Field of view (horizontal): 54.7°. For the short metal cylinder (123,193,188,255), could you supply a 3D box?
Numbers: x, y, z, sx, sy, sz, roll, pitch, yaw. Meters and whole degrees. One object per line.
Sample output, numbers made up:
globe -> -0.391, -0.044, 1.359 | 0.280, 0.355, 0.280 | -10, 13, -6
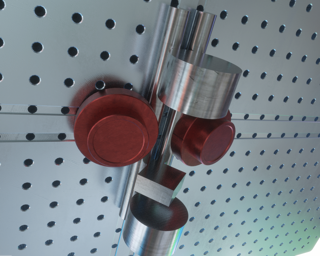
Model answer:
short metal cylinder -> -0.007, 0.130, 0.424 | 0.081, 0.080, 0.050 | 1, 118, -29

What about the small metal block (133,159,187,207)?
small metal block -> 0.001, 0.071, 0.409 | 0.050, 0.050, 0.025 | -39, 148, -61

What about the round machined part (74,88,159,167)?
round machined part -> -0.049, 0.006, 0.361 | 0.099, 0.042, 0.097 | -6, 119, -10

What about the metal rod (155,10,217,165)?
metal rod -> 0.018, -0.002, 0.418 | 0.025, 0.025, 0.298 | 1, 118, -29

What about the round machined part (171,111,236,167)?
round machined part -> 0.065, 0.012, 0.426 | 0.099, 0.042, 0.097 | -26, 134, -30

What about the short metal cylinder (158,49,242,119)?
short metal cylinder -> 0.042, -0.050, 0.339 | 0.081, 0.080, 0.050 | 1, 118, -29

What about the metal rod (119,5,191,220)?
metal rod -> -0.013, -0.001, 0.402 | 0.025, 0.025, 0.298 | 1, 118, -29
